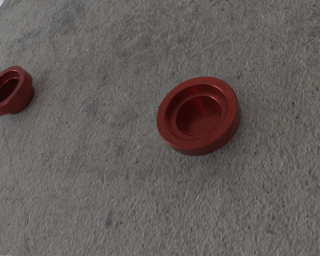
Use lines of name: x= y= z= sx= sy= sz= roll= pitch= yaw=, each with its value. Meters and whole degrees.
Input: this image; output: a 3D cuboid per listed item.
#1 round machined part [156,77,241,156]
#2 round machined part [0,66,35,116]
round machined part: x=0.049 y=-0.011 z=0.374 sx=0.098 sy=0.042 sz=0.098 roll=-13 pitch=56 yaw=21
round machined part: x=-0.276 y=-0.065 z=0.578 sx=0.098 sy=0.042 sz=0.098 roll=-13 pitch=56 yaw=21
